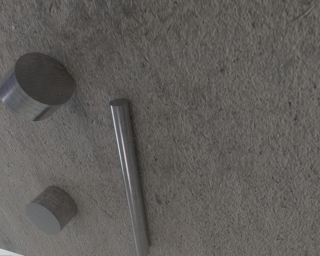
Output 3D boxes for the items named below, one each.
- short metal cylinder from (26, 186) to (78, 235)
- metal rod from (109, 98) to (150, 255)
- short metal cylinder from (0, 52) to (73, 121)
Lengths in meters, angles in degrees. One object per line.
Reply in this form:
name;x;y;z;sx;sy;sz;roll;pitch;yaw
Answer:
short metal cylinder;-0.209;0.159;0.599;0.080;0.050;0.079;13;124;21
metal rod;-0.043;0.095;0.487;0.025;0.025;0.298;9;122;23
short metal cylinder;-0.168;-0.056;0.426;0.050;0.080;0.080;-30;102;38
